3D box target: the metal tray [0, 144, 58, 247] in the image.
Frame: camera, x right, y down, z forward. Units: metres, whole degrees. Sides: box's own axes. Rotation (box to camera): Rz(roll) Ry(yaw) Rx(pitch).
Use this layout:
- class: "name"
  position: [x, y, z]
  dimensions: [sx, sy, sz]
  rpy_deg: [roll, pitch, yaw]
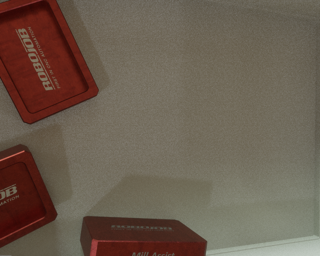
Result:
- class: "metal tray"
  position: [-0.186, 0.083, 0.319]
  dimensions: [0.131, 0.030, 0.089]
  rpy_deg: [-24, 113, -25]

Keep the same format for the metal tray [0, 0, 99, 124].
- class: "metal tray"
  position: [-0.140, -0.079, 0.356]
  dimensions: [0.091, 0.030, 0.129]
  rpy_deg: [-27, 99, -18]

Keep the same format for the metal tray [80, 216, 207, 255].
- class: "metal tray"
  position: [-0.022, 0.134, 0.367]
  dimensions: [0.131, 0.090, 0.030]
  rpy_deg: [9, 87, -20]
